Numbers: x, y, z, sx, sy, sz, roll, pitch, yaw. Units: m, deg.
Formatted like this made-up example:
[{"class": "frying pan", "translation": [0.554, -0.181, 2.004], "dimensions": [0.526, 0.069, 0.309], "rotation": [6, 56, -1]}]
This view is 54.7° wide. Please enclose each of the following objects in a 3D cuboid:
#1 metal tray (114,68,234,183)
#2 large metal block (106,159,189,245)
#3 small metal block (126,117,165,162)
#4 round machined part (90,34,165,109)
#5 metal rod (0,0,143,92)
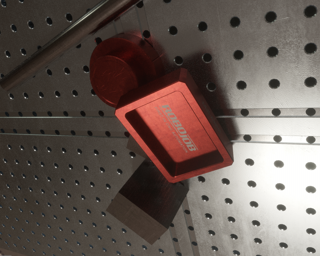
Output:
[{"class": "metal tray", "translation": [0.020, 0.003, 0.367], "dimensions": [0.090, 0.030, 0.130], "rotation": [-22, 121, 23]}, {"class": "large metal block", "translation": [-0.016, 0.104, 0.447], "dimensions": [0.080, 0.080, 0.050], "rotation": [36, 129, 3]}, {"class": "small metal block", "translation": [-0.014, 0.015, 0.426], "dimensions": [0.050, 0.025, 0.050], "rotation": [28, 128, 10]}, {"class": "round machined part", "translation": [-0.047, -0.063, 0.385], "dimensions": [0.098, 0.042, 0.097], "rotation": [13, 124, 20]}, {"class": "metal rod", "translation": [-0.126, -0.112, 0.406], "dimensions": [0.300, 0.025, 0.025], "rotation": [-20, 108, 35]}]
